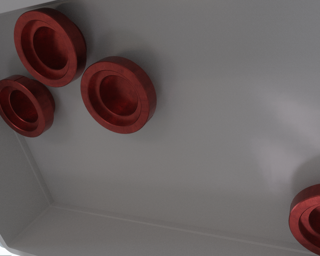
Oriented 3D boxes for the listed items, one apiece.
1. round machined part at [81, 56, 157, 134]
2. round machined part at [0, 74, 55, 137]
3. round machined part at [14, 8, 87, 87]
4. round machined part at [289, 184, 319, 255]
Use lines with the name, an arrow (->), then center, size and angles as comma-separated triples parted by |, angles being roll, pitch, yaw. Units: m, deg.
round machined part -> -0.048, -0.044, 0.396 | 0.098, 0.042, 0.097 | 13, 124, 21
round machined part -> -0.204, -0.037, 0.483 | 0.098, 0.042, 0.097 | 13, 124, 21
round machined part -> -0.136, -0.106, 0.404 | 0.098, 0.042, 0.097 | 13, 124, 21
round machined part -> 0.202, 0.101, 0.354 | 0.098, 0.042, 0.097 | 13, 124, 21
